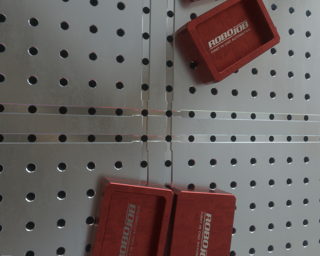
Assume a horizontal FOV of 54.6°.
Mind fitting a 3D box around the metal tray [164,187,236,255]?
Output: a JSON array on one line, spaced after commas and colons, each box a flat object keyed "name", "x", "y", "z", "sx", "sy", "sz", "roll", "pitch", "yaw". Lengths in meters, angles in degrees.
[{"name": "metal tray", "x": 0.052, "y": 0.152, "z": 0.429, "sx": 0.091, "sy": 0.030, "sz": 0.129, "roll": 8, "pitch": 87, "yaw": -20}]

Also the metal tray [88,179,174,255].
[{"name": "metal tray", "x": -0.039, "y": 0.136, "z": 0.395, "sx": 0.091, "sy": 0.030, "sz": 0.129, "roll": 11, "pitch": 86, "yaw": -20}]

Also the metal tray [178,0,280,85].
[{"name": "metal tray", "x": 0.102, "y": -0.133, "z": 0.446, "sx": 0.131, "sy": 0.030, "sz": 0.090, "roll": -34, "pitch": 101, "yaw": -17}]
